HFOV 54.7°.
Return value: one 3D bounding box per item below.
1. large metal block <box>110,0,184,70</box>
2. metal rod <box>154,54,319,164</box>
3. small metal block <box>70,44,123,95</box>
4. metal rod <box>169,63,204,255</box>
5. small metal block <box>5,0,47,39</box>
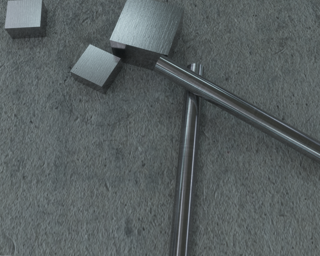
[{"bbox_3d":[-0.017,-0.133,0.443,0.080,0.050,0.080,16,71,5],"label":"large metal block"},{"bbox_3d":[0.129,-0.011,0.396,0.301,0.025,0.025,30,73,3],"label":"metal rod"},{"bbox_3d":[-0.088,-0.083,0.437,0.050,0.025,0.050,26,72,9],"label":"small metal block"},{"bbox_3d":[0.034,0.055,0.388,0.025,0.025,0.299,6,70,2],"label":"metal rod"},{"bbox_3d":[-0.200,-0.164,0.466,0.050,0.025,0.050,-4,70,-2],"label":"small metal block"}]
